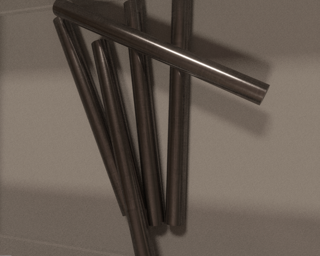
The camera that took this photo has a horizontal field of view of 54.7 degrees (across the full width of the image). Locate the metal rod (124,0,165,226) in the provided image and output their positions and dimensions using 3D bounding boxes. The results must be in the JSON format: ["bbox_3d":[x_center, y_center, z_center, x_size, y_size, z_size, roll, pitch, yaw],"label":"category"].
[{"bbox_3d":[-0.021,-0.022,0.416,0.025,0.025,0.298,-7,88,19],"label":"metal rod"}]

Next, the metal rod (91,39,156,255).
[{"bbox_3d":[-0.051,0.023,0.414,0.025,0.025,0.299,-17,80,19],"label":"metal rod"}]

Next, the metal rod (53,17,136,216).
[{"bbox_3d":[-0.093,-0.022,0.441,0.025,0.025,0.299,-24,82,18],"label":"metal rod"}]

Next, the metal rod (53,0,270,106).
[{"bbox_3d":[-0.012,-0.102,0.386,0.301,0.025,0.025,27,99,17],"label":"metal rod"}]

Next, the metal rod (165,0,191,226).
[{"bbox_3d":[0.024,-0.026,0.401,0.025,0.025,0.298,2,91,19],"label":"metal rod"}]
